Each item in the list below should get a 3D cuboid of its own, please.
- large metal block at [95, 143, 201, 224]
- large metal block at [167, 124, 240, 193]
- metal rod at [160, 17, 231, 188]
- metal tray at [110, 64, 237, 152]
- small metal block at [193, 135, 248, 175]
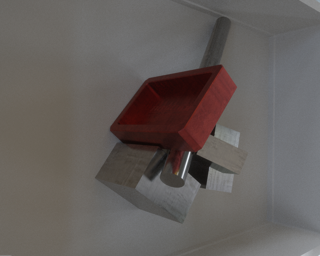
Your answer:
[{"bbox_3d":[-0.014,0.062,0.361,0.080,0.080,0.050,44,63,-32],"label":"large metal block"},{"bbox_3d":[0.054,0.039,0.418,0.050,0.080,0.080,18,79,-39],"label":"large metal block"},{"bbox_3d":[0.056,-0.057,0.395,0.025,0.025,0.300,49,44,-29],"label":"metal rod"},{"bbox_3d":[0.010,-0.021,0.346,0.030,0.130,0.090,48,63,-29],"label":"metal tray"},{"bbox_3d":[0.062,0.029,0.346,0.050,0.050,0.025,26,80,-5],"label":"small metal block"}]
